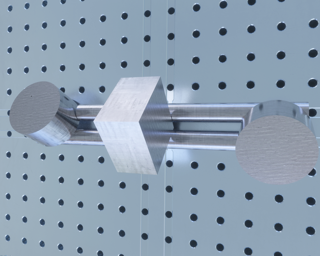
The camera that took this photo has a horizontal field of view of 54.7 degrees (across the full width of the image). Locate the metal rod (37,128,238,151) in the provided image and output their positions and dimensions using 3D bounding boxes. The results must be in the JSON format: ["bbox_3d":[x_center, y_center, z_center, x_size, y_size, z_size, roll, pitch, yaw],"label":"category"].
[{"bbox_3d":[-0.044,0.014,0.427,0.301,0.025,0.025,1,90,19],"label":"metal rod"}]

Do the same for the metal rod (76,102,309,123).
[{"bbox_3d":[0.026,-0.020,0.402,0.301,0.025,0.025,1,90,19],"label":"metal rod"}]

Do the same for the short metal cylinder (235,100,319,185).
[{"bbox_3d":[0.127,0.015,0.340,0.080,0.050,0.079,8,115,17],"label":"short metal cylinder"}]

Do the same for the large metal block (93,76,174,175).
[{"bbox_3d":[-0.025,-0.004,0.360,0.050,0.080,0.080,1,132,20],"label":"large metal block"}]

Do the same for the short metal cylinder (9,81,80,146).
[{"bbox_3d":[-0.163,-0.019,0.441,0.080,0.050,0.080,-7,65,16],"label":"short metal cylinder"}]
